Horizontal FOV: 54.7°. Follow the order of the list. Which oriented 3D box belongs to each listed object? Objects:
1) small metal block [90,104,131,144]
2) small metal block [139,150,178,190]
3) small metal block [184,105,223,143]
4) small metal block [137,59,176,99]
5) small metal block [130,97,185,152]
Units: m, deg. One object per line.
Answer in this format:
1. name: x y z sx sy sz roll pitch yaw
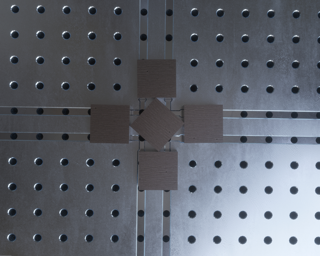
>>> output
1. small metal block: -0.065 -0.005 0.412 0.050 0.025 0.050 1 90 -1
2. small metal block: -0.002 0.056 0.413 0.050 0.025 0.050 0 90 -1
3. small metal block: 0.057 -0.005 0.414 0.050 0.025 0.050 0 90 -1
4. small metal block: -0.004 -0.064 0.413 0.050 0.025 0.050 -1 90 -1
5. small metal block: -0.004 -0.005 0.413 0.050 0.025 0.050 42 90 -1
